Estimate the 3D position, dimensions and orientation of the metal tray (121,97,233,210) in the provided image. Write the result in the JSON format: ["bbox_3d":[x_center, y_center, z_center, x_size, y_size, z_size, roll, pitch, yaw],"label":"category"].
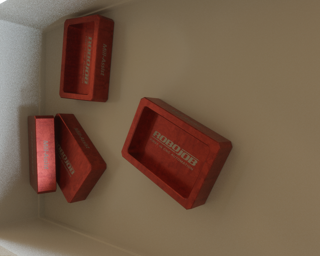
[{"bbox_3d":[0.015,0.027,0.389,0.130,0.030,0.089,34,111,34],"label":"metal tray"}]

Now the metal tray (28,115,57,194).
[{"bbox_3d":[-0.210,0.043,0.548,0.090,0.030,0.129,3,95,60],"label":"metal tray"}]

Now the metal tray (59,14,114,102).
[{"bbox_3d":[-0.120,-0.110,0.499,0.090,0.030,0.129,9,96,39],"label":"metal tray"}]

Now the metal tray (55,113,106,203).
[{"bbox_3d":[-0.152,0.049,0.526,0.130,0.030,0.090,50,119,27],"label":"metal tray"}]
